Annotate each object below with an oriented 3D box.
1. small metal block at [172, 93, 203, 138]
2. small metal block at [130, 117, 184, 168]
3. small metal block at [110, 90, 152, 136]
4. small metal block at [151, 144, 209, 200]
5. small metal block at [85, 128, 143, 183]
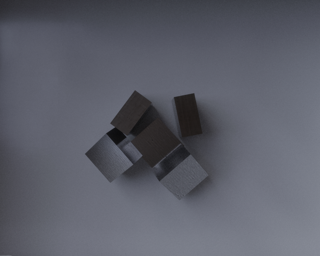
[{"bbox_3d":[0.033,-0.015,0.397,0.025,0.050,0.050,-11,90,-1],"label":"small metal block"},{"bbox_3d":[-0.004,0.021,0.409,0.050,0.025,0.050,-42,91,0],"label":"small metal block"},{"bbox_3d":[-0.035,-0.018,0.396,0.025,0.050,0.050,37,90,0],"label":"small metal block"},{"bbox_3d":[0.026,0.057,0.397,0.050,0.025,0.050,-41,127,-1],"label":"small metal block"},{"bbox_3d":[-0.060,0.034,0.398,0.050,0.025,0.050,49,123,-1],"label":"small metal block"}]
